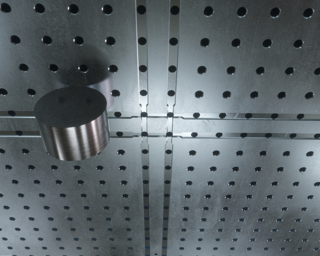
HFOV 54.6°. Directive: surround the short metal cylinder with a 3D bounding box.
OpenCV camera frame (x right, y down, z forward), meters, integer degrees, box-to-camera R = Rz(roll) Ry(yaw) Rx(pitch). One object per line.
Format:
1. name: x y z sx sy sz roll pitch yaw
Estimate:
1. short metal cylinder: -0.102 -0.007 0.369 0.080 0.080 0.050 1 130 -1
